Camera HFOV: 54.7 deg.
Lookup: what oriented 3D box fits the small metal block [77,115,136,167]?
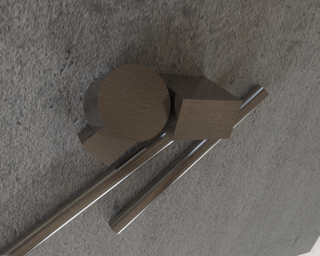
[{"bbox_3d":[-0.063,0.012,0.381,0.050,0.025,0.050,-41,130,-1],"label":"small metal block"}]

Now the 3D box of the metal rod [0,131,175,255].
[{"bbox_3d":[-0.101,0.095,0.411,0.301,0.025,0.025,-37,130,-4],"label":"metal rod"}]

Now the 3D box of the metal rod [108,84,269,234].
[{"bbox_3d":[0.042,0.046,0.460,0.300,0.025,0.025,-43,130,1],"label":"metal rod"}]

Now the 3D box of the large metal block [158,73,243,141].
[{"bbox_3d":[0.037,-0.027,0.376,0.081,0.080,0.050,-1,119,-28],"label":"large metal block"}]

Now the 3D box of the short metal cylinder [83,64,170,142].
[{"bbox_3d":[-0.036,-0.025,0.336,0.081,0.050,0.079,0,90,-29],"label":"short metal cylinder"}]
